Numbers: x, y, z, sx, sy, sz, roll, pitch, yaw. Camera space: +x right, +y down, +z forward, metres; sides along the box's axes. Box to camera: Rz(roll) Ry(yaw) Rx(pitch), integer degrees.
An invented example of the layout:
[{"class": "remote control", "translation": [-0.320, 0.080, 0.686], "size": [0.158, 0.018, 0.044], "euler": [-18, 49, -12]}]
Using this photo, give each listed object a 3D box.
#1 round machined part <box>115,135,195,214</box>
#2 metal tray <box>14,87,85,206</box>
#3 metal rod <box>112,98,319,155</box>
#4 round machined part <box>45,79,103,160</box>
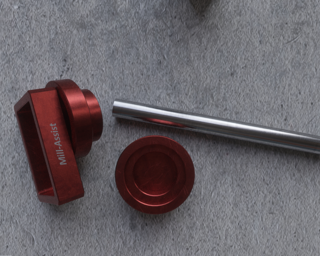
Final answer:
[{"class": "round machined part", "translation": [-0.006, 0.058, 0.402], "size": [0.099, 0.042, 0.097], "euler": [0, 90, 0]}, {"class": "metal tray", "translation": [-0.137, 0.024, 0.376], "size": [0.030, 0.090, 0.129], "euler": [-15, 90, -36]}, {"class": "metal rod", "translation": [0.088, 0.000, 0.410], "size": [0.302, 0.025, 0.025], "euler": [10, 90, 0]}, {"class": "round machined part", "translation": [-0.105, -0.012, 0.382], "size": [0.042, 0.098, 0.097], "euler": [-15, 90, -36]}]
